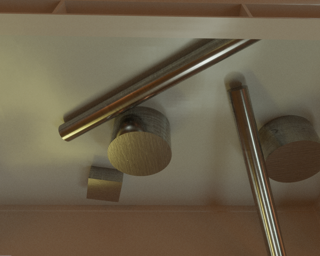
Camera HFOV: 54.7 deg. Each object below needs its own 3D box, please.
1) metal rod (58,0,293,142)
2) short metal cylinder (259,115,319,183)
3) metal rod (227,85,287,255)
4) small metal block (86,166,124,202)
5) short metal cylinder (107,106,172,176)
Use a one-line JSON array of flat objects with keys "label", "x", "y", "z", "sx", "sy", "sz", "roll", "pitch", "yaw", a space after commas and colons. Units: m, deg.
[{"label": "metal rod", "x": 0.001, "y": -0.055, "z": 0.362, "sx": 0.300, "sy": 0.025, "sz": 0.025, "roll": -26, "pitch": 126, "yaw": 20}, {"label": "short metal cylinder", "x": 0.176, "y": 0.029, "z": 0.420, "sx": 0.081, "sy": 0.050, "sz": 0.079, "roll": -1, "pitch": 130, "yaw": 0}, {"label": "metal rod", "x": 0.136, "y": 0.090, "z": 0.409, "sx": 0.025, "sy": 0.025, "sz": 0.298, "roll": -15, "pitch": 104, "yaw": 11}, {"label": "small metal block", "x": -0.086, "y": 0.088, "z": 0.483, "sx": 0.050, "sy": 0.025, "sz": 0.050, "roll": 9, "pitch": 130, "yaw": -8}, {"label": "short metal cylinder", "x": -0.026, "y": 0.018, "z": 0.408, "sx": 0.081, "sy": 0.050, "sz": 0.079, "roll": 0, "pitch": 130, "yaw": 0}]
